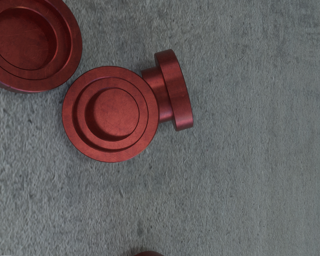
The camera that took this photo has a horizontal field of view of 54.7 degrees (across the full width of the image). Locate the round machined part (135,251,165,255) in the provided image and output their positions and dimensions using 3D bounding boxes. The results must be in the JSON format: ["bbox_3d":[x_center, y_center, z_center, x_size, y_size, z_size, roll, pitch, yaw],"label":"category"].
[{"bbox_3d":[-0.023,0.199,0.375,0.099,0.042,0.097,0,90,-40],"label":"round machined part"}]

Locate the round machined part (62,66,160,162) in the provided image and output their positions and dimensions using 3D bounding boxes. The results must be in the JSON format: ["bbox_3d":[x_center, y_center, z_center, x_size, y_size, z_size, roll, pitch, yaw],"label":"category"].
[{"bbox_3d":[-0.049,-0.015,0.331,0.099,0.042,0.097,0,94,2],"label":"round machined part"}]

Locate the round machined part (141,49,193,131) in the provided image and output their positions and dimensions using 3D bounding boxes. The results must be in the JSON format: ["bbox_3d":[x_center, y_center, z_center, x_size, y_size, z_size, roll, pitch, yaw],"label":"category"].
[{"bbox_3d":[0.006,-0.042,0.375,0.042,0.098,0.097,-16,103,-1],"label":"round machined part"}]

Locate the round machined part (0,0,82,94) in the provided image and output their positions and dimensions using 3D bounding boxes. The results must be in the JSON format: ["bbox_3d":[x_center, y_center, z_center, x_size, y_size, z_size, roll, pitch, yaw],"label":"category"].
[{"bbox_3d":[-0.127,-0.080,0.287,0.099,0.042,0.097,0,90,-40],"label":"round machined part"}]
